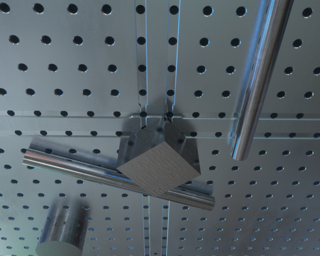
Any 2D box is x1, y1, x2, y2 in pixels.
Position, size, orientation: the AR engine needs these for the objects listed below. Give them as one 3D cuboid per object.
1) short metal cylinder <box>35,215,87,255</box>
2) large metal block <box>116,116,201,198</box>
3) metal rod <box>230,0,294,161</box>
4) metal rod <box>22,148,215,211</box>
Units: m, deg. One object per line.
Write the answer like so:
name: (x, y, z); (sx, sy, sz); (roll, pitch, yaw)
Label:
short metal cylinder: (-0.179, 0.205, 0.568); (0.081, 0.050, 0.079); (0, 130, 0)
large metal block: (-0.001, 0.042, 0.431); (0.080, 0.050, 0.080); (-31, 124, 23)
metal rod: (0.117, -0.075, 0.348); (0.025, 0.025, 0.298); (1, 130, -1)
metal rod: (-0.053, 0.083, 0.481); (0.302, 0.025, 0.025); (17, 128, -15)
